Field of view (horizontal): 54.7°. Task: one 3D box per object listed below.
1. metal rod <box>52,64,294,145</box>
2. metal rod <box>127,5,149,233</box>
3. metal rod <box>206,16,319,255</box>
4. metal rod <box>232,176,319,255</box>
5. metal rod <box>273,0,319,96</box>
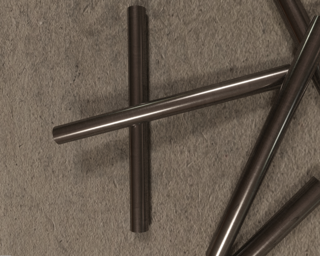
[{"bbox_3d":[0.007,-0.026,0.384,0.301,0.025,0.025,-14,85,11],"label":"metal rod"},{"bbox_3d":[-0.030,-0.012,0.418,0.025,0.025,0.298,-1,90,19],"label":"metal rod"},{"bbox_3d":[0.119,0.025,0.351,0.025,0.025,0.298,25,104,18],"label":"metal rod"},{"bbox_3d":[0.088,0.175,0.377,0.025,0.025,0.299,43,103,14],"label":"metal rod"},{"bbox_3d":[0.183,-0.057,0.344,0.025,0.025,0.299,-25,82,18],"label":"metal rod"}]
